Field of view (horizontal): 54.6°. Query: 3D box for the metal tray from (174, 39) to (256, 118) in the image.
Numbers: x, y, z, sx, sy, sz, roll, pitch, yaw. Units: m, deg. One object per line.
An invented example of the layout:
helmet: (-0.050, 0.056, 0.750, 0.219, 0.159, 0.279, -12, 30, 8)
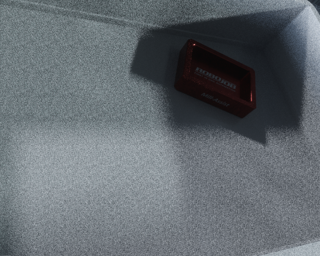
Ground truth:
metal tray: (0.092, -0.079, 0.499, 0.131, 0.030, 0.090, 21, 54, -15)
